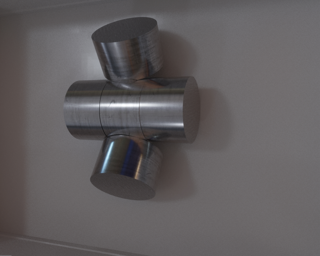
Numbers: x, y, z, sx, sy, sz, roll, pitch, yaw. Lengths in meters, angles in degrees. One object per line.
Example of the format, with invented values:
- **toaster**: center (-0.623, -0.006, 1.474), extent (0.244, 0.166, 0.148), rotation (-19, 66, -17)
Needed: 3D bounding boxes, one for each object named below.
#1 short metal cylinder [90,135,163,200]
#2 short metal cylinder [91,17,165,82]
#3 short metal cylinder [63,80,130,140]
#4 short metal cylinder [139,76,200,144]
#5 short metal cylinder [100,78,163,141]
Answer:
- **short metal cylinder**: center (-0.040, 0.051, 0.386), extent (0.080, 0.080, 0.050), rotation (0, 56, 20)
- **short metal cylinder**: center (-0.038, -0.099, 0.385), extent (0.080, 0.080, 0.050), rotation (2, 129, 20)
- **short metal cylinder**: center (-0.081, -0.023, 0.408), extent (0.050, 0.080, 0.080), rotation (1, 91, 20)
- **short metal cylinder**: center (0.015, -0.022, 0.374), extent (0.050, 0.080, 0.080), rotation (1, 91, 20)
- **short metal cylinder**: center (-0.033, -0.023, 0.391), extent (0.050, 0.080, 0.080), rotation (1, 91, 20)
